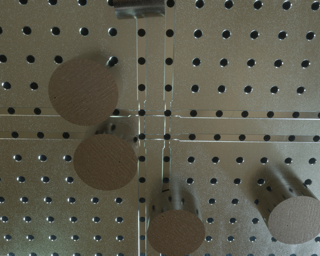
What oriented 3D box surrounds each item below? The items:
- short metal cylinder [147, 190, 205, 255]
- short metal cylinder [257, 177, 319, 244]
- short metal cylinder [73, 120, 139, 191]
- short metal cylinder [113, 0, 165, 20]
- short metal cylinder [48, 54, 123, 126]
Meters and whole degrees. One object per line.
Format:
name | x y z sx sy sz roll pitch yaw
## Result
short metal cylinder | 0.022 0.138 0.451 0.081 0.050 0.079 0 110 -1
short metal cylinder | 0.188 0.119 0.447 0.081 0.050 0.079 0 110 -1
short metal cylinder | -0.069 0.036 0.412 0.081 0.050 0.079 0 110 -1
short metal cylinder | -0.023 -0.157 0.326 0.050 0.080 0.079 -4 110 1
short metal cylinder | -0.089 -0.048 0.381 0.081 0.050 0.079 0 110 -1
